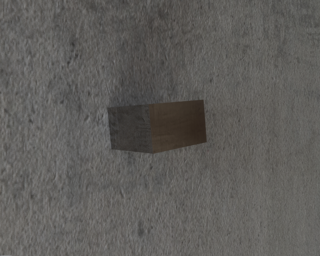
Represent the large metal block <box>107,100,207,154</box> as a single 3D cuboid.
[{"bbox_3d":[-0.004,-0.004,0.365,0.081,0.080,0.050,-9,96,-40],"label":"large metal block"}]
